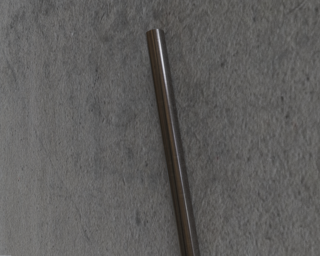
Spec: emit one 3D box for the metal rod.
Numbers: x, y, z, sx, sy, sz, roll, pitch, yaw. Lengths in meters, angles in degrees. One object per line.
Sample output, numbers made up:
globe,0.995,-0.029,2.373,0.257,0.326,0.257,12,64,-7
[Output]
metal rod,0.016,0.021,0.390,0.025,0.025,0.298,-14,81,39
